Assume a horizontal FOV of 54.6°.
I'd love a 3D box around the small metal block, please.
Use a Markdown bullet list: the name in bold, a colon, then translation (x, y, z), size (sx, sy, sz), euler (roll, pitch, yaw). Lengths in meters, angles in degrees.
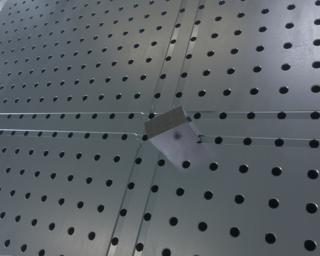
- **small metal block**: translation (0.016, 0.005, 0.381), size (0.050, 0.050, 0.025), euler (-25, 53, 13)
